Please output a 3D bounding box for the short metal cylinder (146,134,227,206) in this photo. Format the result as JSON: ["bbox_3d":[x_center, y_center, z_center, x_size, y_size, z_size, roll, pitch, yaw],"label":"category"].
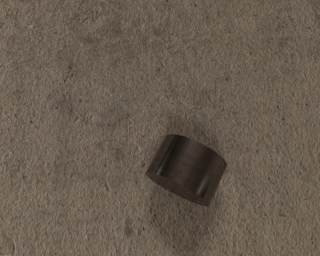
[{"bbox_3d":[0.031,0.050,0.361,0.080,0.080,0.050,26,72,9],"label":"short metal cylinder"}]
